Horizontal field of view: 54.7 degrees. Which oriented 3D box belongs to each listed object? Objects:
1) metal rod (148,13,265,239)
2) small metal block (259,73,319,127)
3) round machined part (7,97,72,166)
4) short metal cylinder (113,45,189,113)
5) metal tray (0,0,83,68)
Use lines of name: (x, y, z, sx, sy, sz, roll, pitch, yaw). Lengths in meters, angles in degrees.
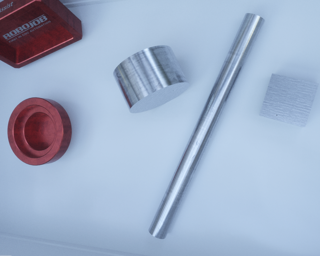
metal rod: (0.055, 0.004, 0.390, 0.025, 0.025, 0.298, 26, 98, 18)
small metal block: (0.148, -0.032, 0.358, 0.050, 0.025, 0.050, 17, 96, 18)
round machined part: (-0.172, 0.005, 0.461, 0.098, 0.042, 0.097, 0, 90, 19)
short metal cylinder: (-0.011, -0.059, 0.384, 0.080, 0.080, 0.050, -28, 81, 17)
metal tray: (-0.189, -0.138, 0.438, 0.130, 0.090, 0.030, -18, 67, 18)
